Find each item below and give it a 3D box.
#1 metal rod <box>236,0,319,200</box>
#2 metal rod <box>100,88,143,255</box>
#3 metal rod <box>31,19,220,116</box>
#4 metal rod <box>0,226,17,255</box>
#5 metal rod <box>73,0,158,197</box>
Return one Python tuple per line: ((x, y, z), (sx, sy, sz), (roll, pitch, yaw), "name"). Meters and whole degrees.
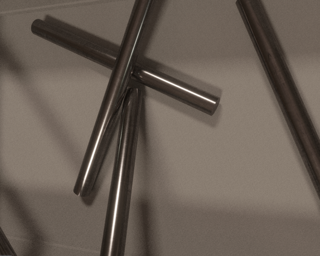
((0.155, -0.017, 0.355), (0.025, 0.025, 0.299), (-23, 83, 18), "metal rod")
((-0.046, 0.083, 0.353), (0.025, 0.025, 0.299), (-6, 60, 19), "metal rod")
((-0.059, -0.091, 0.430), (0.301, 0.025, 0.025), (27, 99, 17), "metal rod")
((-0.234, 0.068, 0.365), (0.025, 0.025, 0.299), (-41, 78, 15), "metal rod")
((-0.061, -0.041, 0.409), (0.025, 0.025, 0.298), (27, 107, 17), "metal rod")
